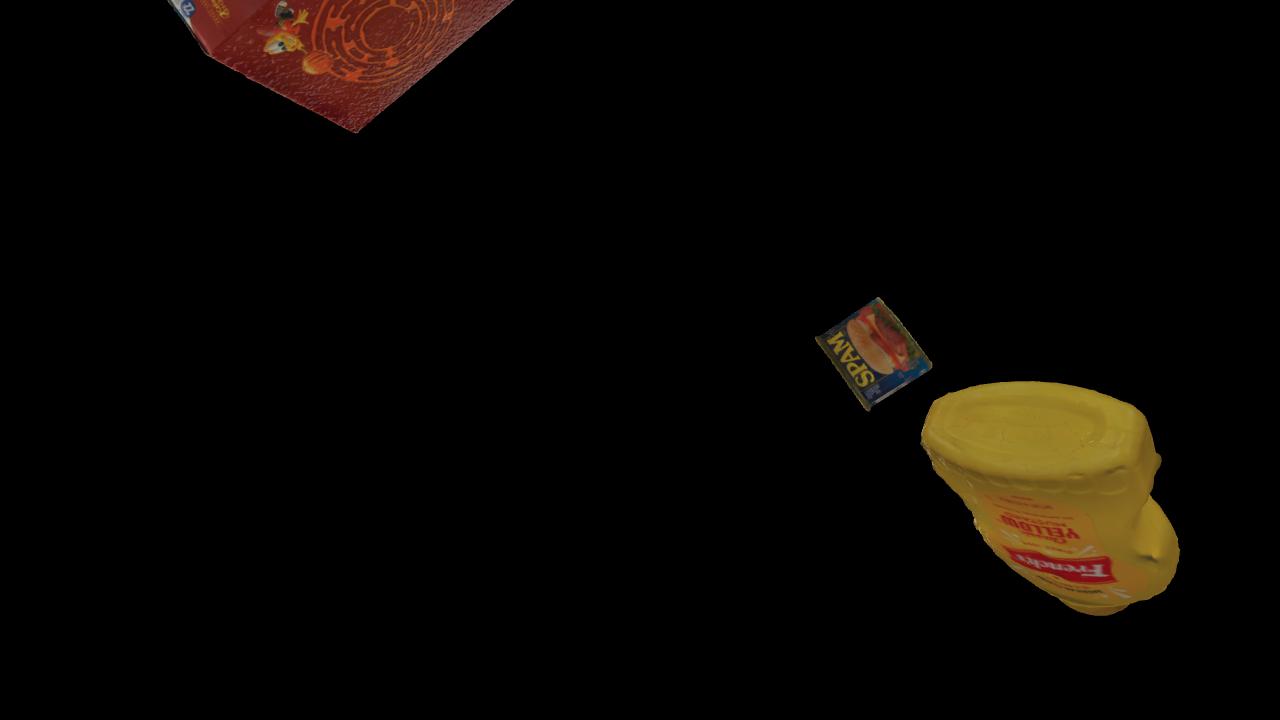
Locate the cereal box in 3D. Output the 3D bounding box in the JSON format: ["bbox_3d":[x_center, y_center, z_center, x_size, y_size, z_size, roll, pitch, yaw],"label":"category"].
[{"bbox_3d":[-0.225,-0.354,0.556,0.306,0.081,0.203,-35,-2,9],"label":"cereal box"}]

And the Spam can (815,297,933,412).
[{"bbox_3d":[0.264,-0.007,0.696,0.085,0.101,0.058,-36,-23,17],"label":"Spam can"}]

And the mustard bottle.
[{"bbox_3d":[0.226,0.086,0.326,0.092,0.054,0.184,-6,-43,45],"label":"mustard bottle"}]
